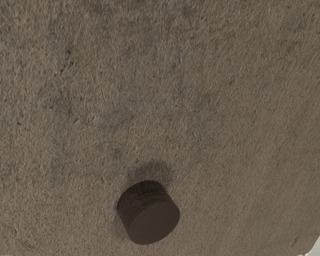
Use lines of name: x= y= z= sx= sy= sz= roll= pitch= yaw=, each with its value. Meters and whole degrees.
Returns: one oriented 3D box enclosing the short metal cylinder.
short metal cylinder: x=-0.017 y=0.125 z=0.460 sx=0.081 sy=0.050 sz=0.079 roll=-14 pitch=125 yaw=-21
